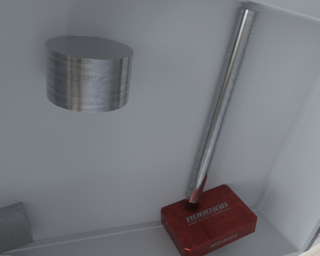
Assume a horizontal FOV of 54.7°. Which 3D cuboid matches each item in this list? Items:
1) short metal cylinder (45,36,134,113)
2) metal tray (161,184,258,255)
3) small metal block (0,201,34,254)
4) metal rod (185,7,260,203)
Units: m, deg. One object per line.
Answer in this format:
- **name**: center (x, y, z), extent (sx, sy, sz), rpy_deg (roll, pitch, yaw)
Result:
- **short metal cylinder**: center (-0.069, -0.055, 0.302), extent (0.081, 0.080, 0.050), rpy_deg (-5, 121, -26)
- **metal tray**: center (0.078, 0.149, 0.503), extent (0.131, 0.090, 0.030), rpy_deg (-16, 125, -20)
- **small metal block**: center (-0.190, 0.125, 0.383), extent (0.050, 0.025, 0.050), rpy_deg (-15, 125, -20)
- **metal rod**: center (0.082, -0.015, 0.446), extent (0.025, 0.025, 0.298), rpy_deg (-3, 120, -28)
